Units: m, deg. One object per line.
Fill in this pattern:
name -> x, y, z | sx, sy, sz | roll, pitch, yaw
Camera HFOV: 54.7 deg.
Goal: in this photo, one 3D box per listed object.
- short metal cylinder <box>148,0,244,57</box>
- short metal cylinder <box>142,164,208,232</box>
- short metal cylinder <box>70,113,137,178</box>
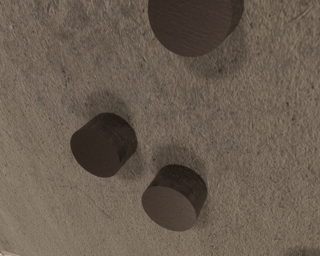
short metal cylinder -> 0.035, -0.115, 0.300 | 0.080, 0.050, 0.079 | 13, 124, 20
short metal cylinder -> 0.021, 0.099, 0.439 | 0.080, 0.050, 0.079 | 13, 124, 20
short metal cylinder -> -0.080, 0.024, 0.446 | 0.080, 0.050, 0.079 | 13, 124, 20
